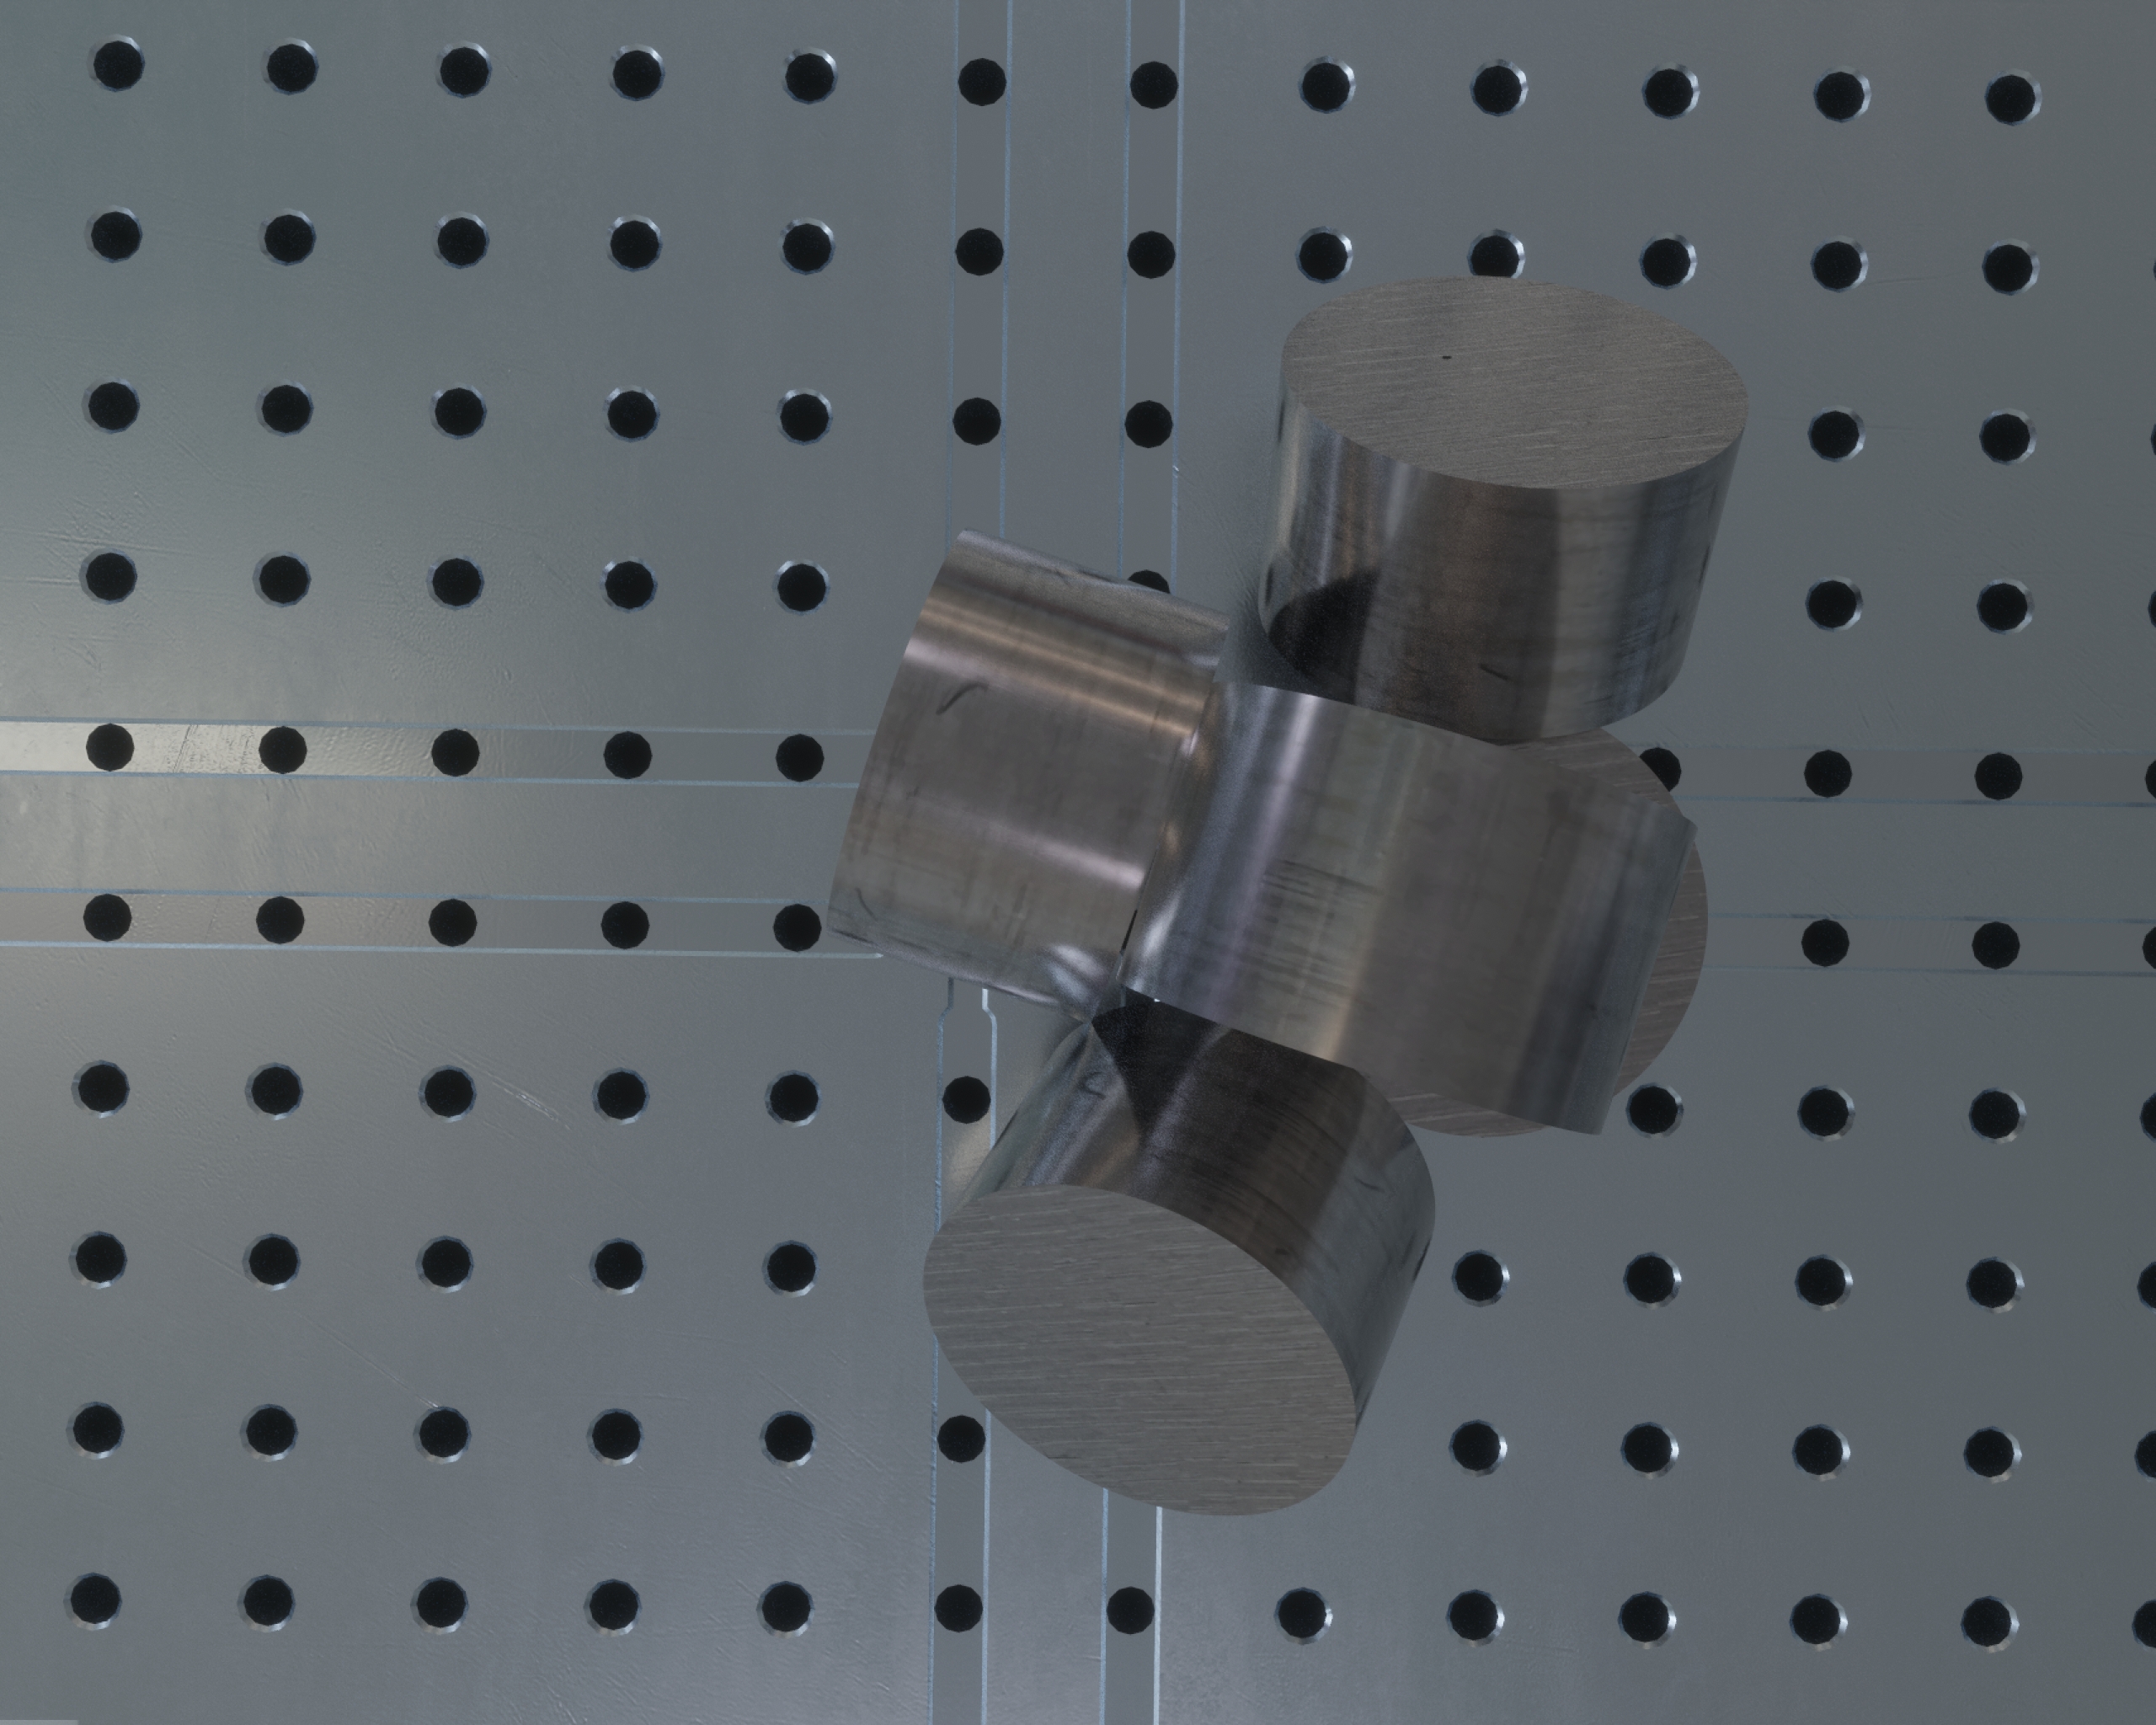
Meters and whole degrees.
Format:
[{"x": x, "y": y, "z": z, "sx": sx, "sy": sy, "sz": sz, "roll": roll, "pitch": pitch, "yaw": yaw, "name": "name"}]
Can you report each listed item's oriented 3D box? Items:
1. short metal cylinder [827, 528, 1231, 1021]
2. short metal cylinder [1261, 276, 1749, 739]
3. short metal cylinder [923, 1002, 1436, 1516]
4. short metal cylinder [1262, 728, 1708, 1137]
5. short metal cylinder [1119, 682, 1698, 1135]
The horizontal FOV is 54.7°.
[{"x": -0.009, "y": -0.016, "z": 0.385, "sx": 0.050, "sy": 0.080, "sz": 0.080, "roll": 19, "pitch": 90, "yaw": 0, "name": "short metal cylinder"}, {"x": 0.075, "y": -0.066, "z": 0.379, "sx": 0.081, "sy": 0.080, "sz": 0.050, "roll": 2, "pitch": 130, "yaw": 0, "name": "short metal cylinder"}, {"x": 0.019, "y": 0.072, "z": 0.380, "sx": 0.080, "sy": 0.050, "sz": 0.079, "roll": 14, "pitch": 129, "yaw": 18, "name": "short metal cylinder"}, {"x": 0.073, "y": 0.010, "z": 0.400, "sx": 0.081, "sy": 0.050, "sz": 0.080, "roll": 0, "pitch": 89, "yaw": 0, "name": "short metal cylinder"}, {"x": 0.052, "y": 0.007, "z": 0.335, "sx": 0.080, "sy": 0.080, "sz": 0.050, "roll": 17, "pitch": 90, "yaw": 0, "name": "short metal cylinder"}]
